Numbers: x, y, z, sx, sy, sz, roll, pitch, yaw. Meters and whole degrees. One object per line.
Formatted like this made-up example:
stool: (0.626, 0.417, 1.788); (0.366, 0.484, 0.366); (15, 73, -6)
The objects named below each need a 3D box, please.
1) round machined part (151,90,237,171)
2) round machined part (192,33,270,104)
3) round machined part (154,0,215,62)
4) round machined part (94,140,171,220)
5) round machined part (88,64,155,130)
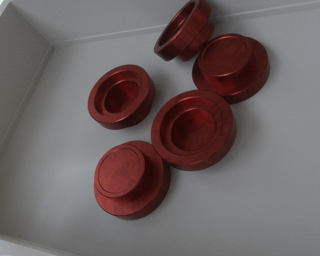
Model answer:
round machined part: (0.042, 0.006, 0.368); (0.098, 0.042, 0.098); (-13, 56, 20)
round machined part: (0.087, -0.082, 0.399); (0.098, 0.042, 0.098); (-13, 56, 20)
round machined part: (0.039, -0.133, 0.436); (0.098, 0.042, 0.098); (-45, 22, 24)
round machined part: (-0.040, 0.058, 0.379); (0.098, 0.042, 0.098); (-13, 56, 20)
round machined part: (-0.051, -0.040, 0.444); (0.098, 0.042, 0.098); (-13, 56, 20)
